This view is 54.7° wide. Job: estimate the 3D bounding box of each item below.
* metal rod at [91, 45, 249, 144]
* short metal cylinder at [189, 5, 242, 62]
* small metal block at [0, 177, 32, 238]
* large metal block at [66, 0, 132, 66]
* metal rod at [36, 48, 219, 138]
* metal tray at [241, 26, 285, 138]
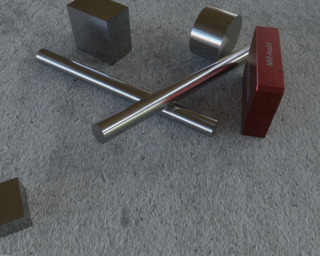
[{"bbox_3d":[0.039,-0.059,0.425,0.302,0.025,0.025,-31,57,-34],"label":"metal rod"},{"bbox_3d":[0.089,-0.147,0.492,0.050,0.080,0.080,28,55,21],"label":"short metal cylinder"},{"bbox_3d":[-0.169,0.087,0.328,0.050,0.025,0.050,-19,53,-16],"label":"small metal block"},{"bbox_3d":[-0.095,-0.160,0.501,0.080,0.080,0.050,28,55,21],"label":"large metal block"},{"bbox_3d":[-0.059,-0.057,0.450,0.301,0.025,0.025,24,54,18],"label":"metal rod"},{"bbox_3d":[0.134,-0.063,0.415,0.030,0.089,0.130,9,51,7],"label":"metal tray"}]
